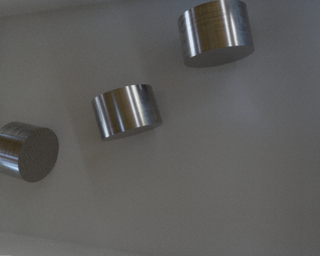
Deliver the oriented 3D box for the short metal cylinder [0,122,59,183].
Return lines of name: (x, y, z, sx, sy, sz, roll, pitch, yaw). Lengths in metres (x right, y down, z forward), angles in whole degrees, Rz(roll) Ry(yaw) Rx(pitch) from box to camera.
short metal cylinder: (-0.194, 0.034, 0.450, 0.050, 0.080, 0.080, 11, 94, 19)

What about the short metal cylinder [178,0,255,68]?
short metal cylinder: (0.064, -0.106, 0.359, 0.080, 0.080, 0.050, -10, 87, 20)

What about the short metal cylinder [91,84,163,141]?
short metal cylinder: (-0.042, -0.018, 0.396, 0.080, 0.080, 0.050, -18, 84, 19)
